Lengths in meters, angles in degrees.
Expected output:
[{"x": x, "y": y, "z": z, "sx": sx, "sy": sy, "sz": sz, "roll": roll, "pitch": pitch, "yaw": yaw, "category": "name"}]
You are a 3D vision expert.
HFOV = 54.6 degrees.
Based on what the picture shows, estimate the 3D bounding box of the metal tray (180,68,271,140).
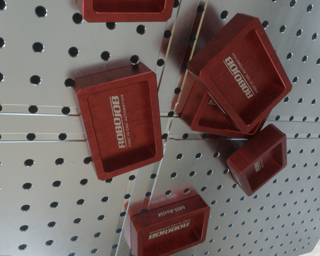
[{"x": 0.103, "y": -0.034, "z": 0.441, "sx": 0.131, "sy": 0.030, "sz": 0.089, "roll": 9, "pitch": 114, "yaw": -32, "category": "metal tray"}]

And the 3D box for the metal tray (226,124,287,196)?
[{"x": 0.163, "y": 0.057, "z": 0.507, "sx": 0.090, "sy": 0.030, "sz": 0.130, "roll": -40, "pitch": 146, "yaw": -1, "category": "metal tray"}]

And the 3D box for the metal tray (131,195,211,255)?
[{"x": 0.018, "y": 0.172, "z": 0.523, "sx": 0.131, "sy": 0.030, "sz": 0.089, "roll": -12, "pitch": 124, "yaw": -22, "category": "metal tray"}]

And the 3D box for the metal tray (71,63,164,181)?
[{"x": -0.046, "y": -0.005, "z": 0.378, "sx": 0.091, "sy": 0.030, "sz": 0.129, "roll": -18, "pitch": 126, "yaw": -18, "category": "metal tray"}]

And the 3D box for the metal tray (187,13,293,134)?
[{"x": 0.103, "y": -0.062, "z": 0.385, "sx": 0.090, "sy": 0.030, "sz": 0.130, "roll": -45, "pitch": 129, "yaw": 2, "category": "metal tray"}]

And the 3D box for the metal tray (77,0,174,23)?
[{"x": -0.025, "y": -0.161, "z": 0.272, "sx": 0.091, "sy": 0.030, "sz": 0.129, "roll": -9, "pitch": 136, "yaw": -22, "category": "metal tray"}]
